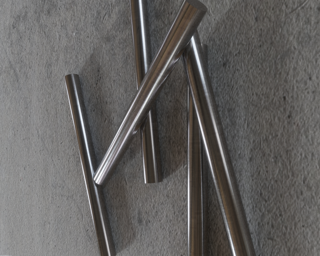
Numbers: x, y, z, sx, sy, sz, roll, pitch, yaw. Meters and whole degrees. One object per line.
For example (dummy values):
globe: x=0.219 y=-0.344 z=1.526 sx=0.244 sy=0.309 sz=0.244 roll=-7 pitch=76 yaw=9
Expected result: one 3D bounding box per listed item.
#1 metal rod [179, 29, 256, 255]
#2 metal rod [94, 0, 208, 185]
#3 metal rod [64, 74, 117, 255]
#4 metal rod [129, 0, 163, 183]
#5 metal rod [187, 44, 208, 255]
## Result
metal rod: x=0.064 y=0.036 z=0.334 sx=0.025 sy=0.025 sz=0.298 roll=-17 pitch=84 yaw=39
metal rod: x=-0.028 y=-0.020 z=0.389 sx=0.025 sy=0.025 sz=0.298 roll=55 pitch=133 yaw=26
metal rod: x=-0.115 y=0.054 z=0.499 sx=0.025 sy=0.025 sz=0.299 roll=-24 pitch=75 yaw=37
metal rod: x=-0.022 y=-0.076 z=0.422 sx=0.025 sy=0.025 sz=0.298 roll=-9 pitch=85 yaw=40
metal rod: x=0.044 y=0.052 z=0.368 sx=0.025 sy=0.025 sz=0.298 roll=0 pitch=90 yaw=40
